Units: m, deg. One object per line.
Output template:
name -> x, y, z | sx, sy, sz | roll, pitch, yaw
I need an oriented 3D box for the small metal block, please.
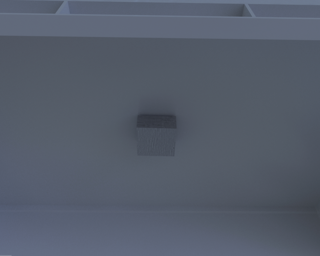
small metal block -> -0.005, 0.011, 0.413 | 0.050, 0.025, 0.050 | 1, 130, -1
